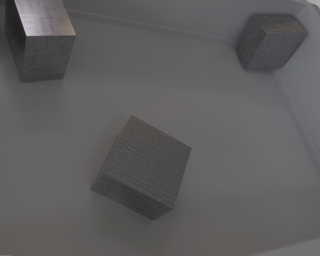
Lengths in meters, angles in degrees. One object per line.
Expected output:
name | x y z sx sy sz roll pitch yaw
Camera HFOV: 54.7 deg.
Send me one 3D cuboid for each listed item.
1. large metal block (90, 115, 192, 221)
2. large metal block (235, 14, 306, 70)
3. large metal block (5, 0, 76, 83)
large metal block | -0.020 0.045 0.351 0.080 0.050 0.080 29 52 -10
large metal block | 0.195 -0.154 0.555 0.081 0.080 0.050 -8 57 -18
large metal block | -0.143 -0.110 0.361 0.050 0.080 0.080 -12 68 -33
